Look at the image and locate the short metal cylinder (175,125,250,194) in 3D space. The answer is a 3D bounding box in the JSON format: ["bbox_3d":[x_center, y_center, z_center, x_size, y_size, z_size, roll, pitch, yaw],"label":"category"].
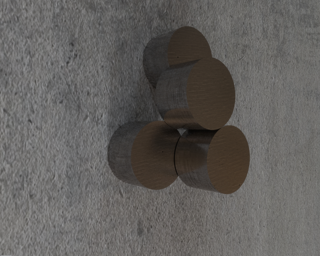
[{"bbox_3d":[0.065,0.037,0.378,0.081,0.050,0.080,0,90,-40],"label":"short metal cylinder"}]

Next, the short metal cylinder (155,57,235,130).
[{"bbox_3d":[0.042,-0.038,0.359,0.081,0.050,0.080,0,90,-40],"label":"short metal cylinder"}]

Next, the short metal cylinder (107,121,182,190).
[{"bbox_3d":[-0.016,0.031,0.376,0.081,0.050,0.080,0,90,-40],"label":"short metal cylinder"}]

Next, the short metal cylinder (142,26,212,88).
[{"bbox_3d":[0.024,-0.088,0.410,0.081,0.050,0.080,0,90,-40],"label":"short metal cylinder"}]

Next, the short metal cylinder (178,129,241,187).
[{"bbox_3d":[0.073,0.042,0.450,0.081,0.050,0.080,0,90,-40],"label":"short metal cylinder"}]
